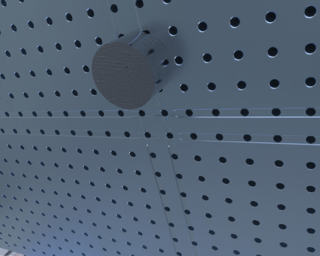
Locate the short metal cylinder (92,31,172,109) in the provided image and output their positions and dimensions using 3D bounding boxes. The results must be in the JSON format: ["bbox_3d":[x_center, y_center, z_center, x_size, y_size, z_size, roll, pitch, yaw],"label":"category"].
[{"bbox_3d":[-0.033,-0.069,0.368,0.080,0.050,0.079,13,124,20],"label":"short metal cylinder"}]
